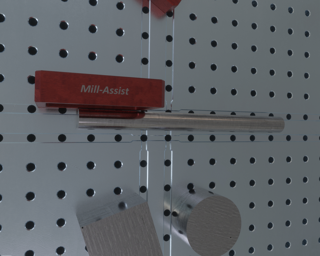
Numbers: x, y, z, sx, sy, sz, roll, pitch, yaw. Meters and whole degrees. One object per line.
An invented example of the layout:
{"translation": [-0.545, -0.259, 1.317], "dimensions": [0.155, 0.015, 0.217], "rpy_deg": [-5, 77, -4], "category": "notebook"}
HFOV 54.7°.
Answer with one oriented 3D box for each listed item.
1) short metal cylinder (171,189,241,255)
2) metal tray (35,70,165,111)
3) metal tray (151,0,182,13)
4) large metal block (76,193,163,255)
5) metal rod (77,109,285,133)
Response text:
{"translation": [0.062, 0.127, 0.422], "dimensions": [0.081, 0.050, 0.079], "rpy_deg": [0, 90, -20], "category": "short metal cylinder"}
{"translation": [-0.070, -0.038, 0.352], "dimensions": [0.131, 0.090, 0.030], "rpy_deg": [1, 90, -20], "category": "metal tray"}
{"translation": [0.015, -0.234, 0.415], "dimensions": [0.090, 0.030, 0.130], "rpy_deg": [36, 78, -17], "category": "metal tray"}
{"translation": [-0.049, 0.136, 0.381], "dimensions": [0.081, 0.050, 0.080], "rpy_deg": [-18, 96, -19], "category": "large metal block"}
{"translation": [0.043, -0.008, 0.428], "dimensions": [0.302, 0.025, 0.025], "rpy_deg": [1, 90, -20], "category": "metal rod"}
